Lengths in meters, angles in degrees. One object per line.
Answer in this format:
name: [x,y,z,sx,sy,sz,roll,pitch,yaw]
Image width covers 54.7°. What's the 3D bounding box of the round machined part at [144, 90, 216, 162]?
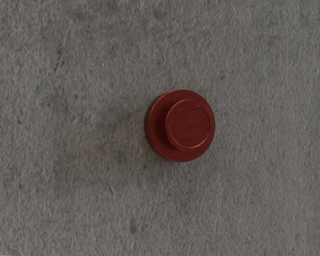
round machined part: [0.032,-0.003,0.413,0.099,0.042,0.097,0,90,-21]
